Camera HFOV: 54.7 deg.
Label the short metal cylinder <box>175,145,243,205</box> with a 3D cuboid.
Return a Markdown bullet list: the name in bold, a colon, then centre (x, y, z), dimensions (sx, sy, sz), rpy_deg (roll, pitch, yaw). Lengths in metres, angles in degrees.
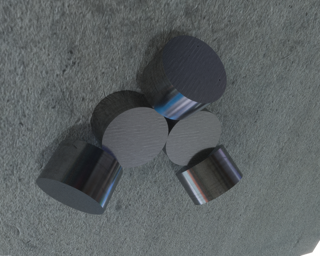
- **short metal cylinder**: centre (0.069, 0.066, 0.443), dimensions (0.080, 0.080, 0.050), rpy_deg (-32, 87, -7)

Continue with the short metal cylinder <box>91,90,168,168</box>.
- **short metal cylinder**: centre (-0.037, 0.001, 0.372), dimensions (0.081, 0.050, 0.079), rpy_deg (-14, 124, -21)

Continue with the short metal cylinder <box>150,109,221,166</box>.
- **short metal cylinder**: centre (0.033, 0.003, 0.412), dimensions (0.081, 0.050, 0.079), rpy_deg (-14, 124, -21)

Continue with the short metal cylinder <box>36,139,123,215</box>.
- **short metal cylinder**: centre (-0.089, 0.056, 0.351), dimensions (0.080, 0.080, 0.050), rpy_deg (55, 46, -39)

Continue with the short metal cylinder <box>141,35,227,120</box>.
- **short metal cylinder**: centre (0.026, -0.055, 0.345), dimensions (0.081, 0.080, 0.050), rpy_deg (1, 160, -29)
